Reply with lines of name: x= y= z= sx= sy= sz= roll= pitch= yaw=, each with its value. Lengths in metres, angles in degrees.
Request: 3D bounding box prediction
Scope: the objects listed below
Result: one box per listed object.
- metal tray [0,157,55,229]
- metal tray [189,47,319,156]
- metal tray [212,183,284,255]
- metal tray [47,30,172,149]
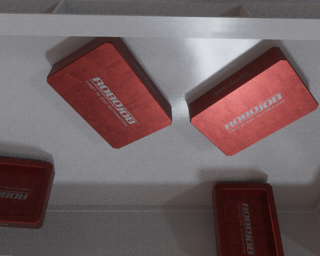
metal tray: x=-0.224 y=0.088 z=0.433 sx=0.131 sy=0.090 sz=0.030 roll=7 pitch=147 yaw=-8
metal tray: x=0.113 y=-0.027 z=0.385 sx=0.130 sy=0.030 sz=0.090 roll=-34 pitch=123 yaw=25
metal tray: x=0.131 y=0.151 z=0.469 sx=0.091 sy=0.130 sz=0.030 roll=0 pitch=152 yaw=-1
metal tray: x=-0.055 y=-0.039 z=0.372 sx=0.090 sy=0.030 sz=0.130 roll=-25 pitch=126 yaw=19
